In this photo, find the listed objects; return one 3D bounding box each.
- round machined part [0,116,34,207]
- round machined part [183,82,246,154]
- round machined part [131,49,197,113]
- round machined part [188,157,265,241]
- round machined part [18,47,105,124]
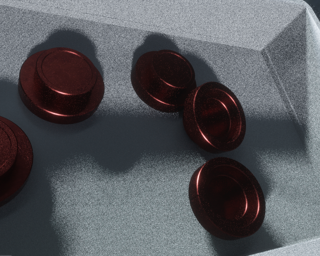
[{"bbox_3d":[-0.170,0.026,0.287,0.099,0.042,0.098,14,56,-21],"label":"round machined part"},{"bbox_3d":[0.071,-0.012,0.432,0.099,0.042,0.098,12,68,-33],"label":"round machined part"},{"bbox_3d":[0.011,-0.074,0.448,0.099,0.042,0.098,14,56,-21],"label":"round machined part"},{"bbox_3d":[0.078,0.089,0.384,0.099,0.042,0.098,14,56,-21],"label":"round machined part"},{"bbox_3d":[-0.114,-0.057,0.369,0.099,0.042,0.098,14,56,-21],"label":"round machined part"}]
